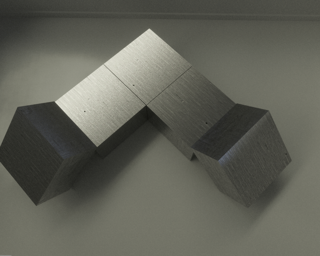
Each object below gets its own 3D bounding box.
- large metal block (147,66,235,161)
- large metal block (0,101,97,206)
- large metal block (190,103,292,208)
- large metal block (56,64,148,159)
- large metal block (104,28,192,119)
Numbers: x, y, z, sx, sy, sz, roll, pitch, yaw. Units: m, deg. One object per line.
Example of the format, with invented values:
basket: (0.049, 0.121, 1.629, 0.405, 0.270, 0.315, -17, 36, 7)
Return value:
large metal block: (0.041, -0.018, 0.401, 0.080, 0.050, 0.080, -42, 76, -14)
large metal block: (-0.133, 0.028, 0.360, 0.080, 0.050, 0.080, 44, 118, 14)
large metal block: (0.096, 0.030, 0.361, 0.080, 0.050, 0.080, -42, 119, -14)
large metal block: (-0.074, -0.020, 0.401, 0.080, 0.050, 0.080, -42, 76, -14)
large metal block: (-0.015, -0.073, 0.421, 0.080, 0.050, 0.080, -42, 76, -14)
